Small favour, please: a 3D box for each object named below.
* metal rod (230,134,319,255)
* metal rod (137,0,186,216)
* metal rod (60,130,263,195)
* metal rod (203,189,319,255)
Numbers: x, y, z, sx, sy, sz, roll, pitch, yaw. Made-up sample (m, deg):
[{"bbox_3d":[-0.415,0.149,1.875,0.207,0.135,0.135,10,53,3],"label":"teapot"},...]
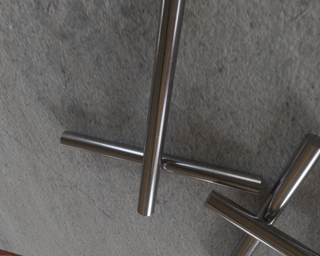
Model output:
[{"bbox_3d":[0.135,0.130,0.415,0.025,0.025,0.298,24,127,13],"label":"metal rod"},{"bbox_3d":[-0.002,-0.014,0.376,0.025,0.025,0.298,17,119,18],"label":"metal rod"},{"bbox_3d":[-0.013,0.044,0.438,0.301,0.025,0.025,11,123,21],"label":"metal rod"},{"bbox_3d":[0.190,0.165,0.375,0.301,0.025,0.025,31,128,7],"label":"metal rod"}]
